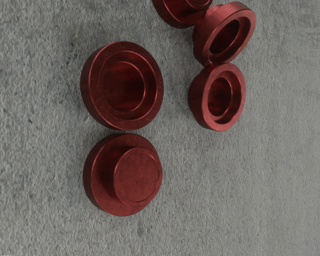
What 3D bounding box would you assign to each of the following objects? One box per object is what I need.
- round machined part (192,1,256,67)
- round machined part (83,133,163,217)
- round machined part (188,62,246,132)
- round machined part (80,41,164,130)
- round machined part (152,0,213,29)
[{"bbox_3d":[0.085,-0.135,0.442,0.099,0.042,0.098,-30,152,-18],"label":"round machined part"},{"bbox_3d":[-0.036,0.055,0.364,0.099,0.042,0.097,0,90,-40],"label":"round machined part"},{"bbox_3d":[0.079,-0.046,0.452,0.099,0.042,0.097,-12,108,-39],"label":"round machined part"},{"bbox_3d":[-0.046,-0.046,0.355,0.099,0.042,0.097,0,90,-40],"label":"round machined part"},{"bbox_3d":[0.036,-0.190,0.423,0.099,0.042,0.097,0,90,-40],"label":"round machined part"}]
